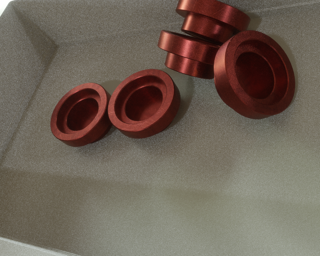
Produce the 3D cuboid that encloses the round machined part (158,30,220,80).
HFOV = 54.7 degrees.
[{"bbox_3d":[0.044,-0.094,0.405,0.098,0.099,0.042,32,115,37],"label":"round machined part"}]

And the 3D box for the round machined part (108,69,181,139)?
[{"bbox_3d":[-0.018,-0.029,0.420,0.098,0.042,0.098,-13,56,20],"label":"round machined part"}]

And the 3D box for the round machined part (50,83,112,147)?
[{"bbox_3d":[-0.109,-0.015,0.459,0.098,0.042,0.098,-13,56,20],"label":"round machined part"}]

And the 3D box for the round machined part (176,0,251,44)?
[{"bbox_3d":[0.067,-0.140,0.417,0.098,0.099,0.042,30,106,37],"label":"round machined part"}]

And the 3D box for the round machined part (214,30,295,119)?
[{"bbox_3d":[0.102,-0.057,0.352,0.042,0.098,0.098,-27,40,61],"label":"round machined part"}]
